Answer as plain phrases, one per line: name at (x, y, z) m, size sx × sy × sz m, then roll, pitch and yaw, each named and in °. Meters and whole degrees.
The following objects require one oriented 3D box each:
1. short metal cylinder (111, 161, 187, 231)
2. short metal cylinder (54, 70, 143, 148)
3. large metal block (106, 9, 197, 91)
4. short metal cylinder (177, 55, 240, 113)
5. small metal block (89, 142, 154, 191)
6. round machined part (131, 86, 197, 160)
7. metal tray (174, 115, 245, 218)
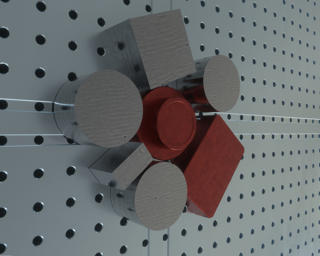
short metal cylinder at (-0.013, 0.079, 0.381) m, size 0.081 × 0.050 × 0.080 m, roll 0°, pitch 90°, yaw -40°
short metal cylinder at (-0.066, -0.020, 0.336) m, size 0.081 × 0.050 × 0.080 m, roll 0°, pitch 90°, yaw -40°
large metal block at (-0.009, -0.095, 0.385) m, size 0.081 × 0.050 × 0.080 m, roll -27°, pitch 107°, yaw -37°
short metal cylinder at (0.072, -0.062, 0.452) m, size 0.081 × 0.050 × 0.080 m, roll 0°, pitch 90°, yaw -40°
small metal block at (-0.044, 0.041, 0.354) m, size 0.050 × 0.050 × 0.025 m, roll -45°, pitch 117°, yaw -31°
round machined part at (0.009, -0.006, 0.405) m, size 0.099 × 0.042 × 0.097 m, roll 0°, pitch 90°, yaw -40°
metal tray at (0.071, 0.055, 0.464) m, size 0.090 × 0.030 × 0.130 m, roll 48°, pitch 61°, yaw -29°
